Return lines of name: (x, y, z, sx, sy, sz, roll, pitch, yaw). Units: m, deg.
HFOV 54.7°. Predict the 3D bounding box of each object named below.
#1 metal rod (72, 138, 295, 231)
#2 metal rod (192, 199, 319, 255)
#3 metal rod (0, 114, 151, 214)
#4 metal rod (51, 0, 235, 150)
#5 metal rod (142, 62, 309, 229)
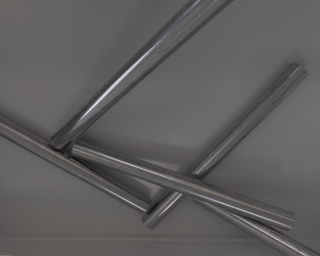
metal rod: (0.028, 0.074, 0.413, 0.301, 0.025, 0.025, 19, 109, 3)
metal rod: (0.178, 0.161, 0.400, 0.301, 0.025, 0.025, 27, 110, 19)
metal rod: (-0.145, 0.036, 0.423, 0.301, 0.025, 0.025, 32, 107, -11)
metal rod: (-0.037, -0.051, 0.330, 0.025, 0.025, 0.299, 44, 128, -15)
metal rod: (0.079, 0.033, 0.424, 0.025, 0.025, 0.299, 38, 105, -13)
